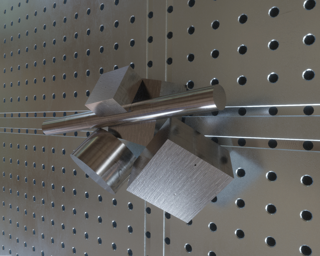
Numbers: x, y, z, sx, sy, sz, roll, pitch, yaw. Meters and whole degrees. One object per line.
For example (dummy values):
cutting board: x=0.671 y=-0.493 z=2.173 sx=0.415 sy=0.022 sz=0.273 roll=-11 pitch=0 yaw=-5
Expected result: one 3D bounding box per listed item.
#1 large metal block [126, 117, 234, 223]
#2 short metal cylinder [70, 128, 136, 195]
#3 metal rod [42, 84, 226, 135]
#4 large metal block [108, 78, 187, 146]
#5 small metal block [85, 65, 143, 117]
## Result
large metal block: x=0.022 y=0.046 z=0.343 sx=0.080 sy=0.050 sz=0.080 roll=31 pitch=118 yaw=-12
short metal cylinder: x=-0.075 y=0.045 z=0.422 sx=0.080 sy=0.080 sz=0.050 roll=25 pitch=63 yaw=37
metal rod: x=-0.058 y=-0.015 z=0.387 sx=0.300 sy=0.025 sz=0.025 roll=-7 pitch=86 yaw=40
large metal block: x=-0.018 y=-0.023 z=0.403 sx=0.080 sy=0.050 sz=0.079 roll=14 pitch=99 yaw=39
small metal block: x=-0.055 y=-0.043 z=0.369 sx=0.050 sy=0.025 sz=0.050 roll=-7 pitch=50 yaw=40
